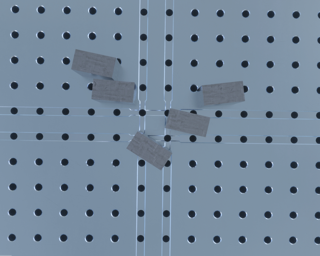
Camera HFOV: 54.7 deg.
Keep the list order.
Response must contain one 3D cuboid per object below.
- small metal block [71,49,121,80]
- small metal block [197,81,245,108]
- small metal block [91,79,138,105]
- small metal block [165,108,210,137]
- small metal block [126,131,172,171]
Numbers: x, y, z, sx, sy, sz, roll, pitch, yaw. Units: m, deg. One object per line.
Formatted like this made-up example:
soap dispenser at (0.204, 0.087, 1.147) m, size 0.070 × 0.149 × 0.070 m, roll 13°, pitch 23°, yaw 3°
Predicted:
small metal block at (-0.080, -0.078, 0.400) m, size 0.050 × 0.050 × 0.025 m, roll 12°, pitch 90°, yaw -1°
small metal block at (0.077, -0.043, 0.402) m, size 0.050 × 0.050 × 0.025 m, roll -6°, pitch 90°, yaw 0°
small metal block at (-0.057, -0.045, 0.400) m, size 0.050 × 0.050 × 0.025 m, roll 5°, pitch 90°, yaw -1°
small metal block at (0.034, -0.007, 0.401) m, size 0.050 × 0.050 × 0.025 m, roll 13°, pitch 90°, yaw -1°
small metal block at (-0.013, 0.028, 0.401) m, size 0.050 × 0.050 × 0.025 m, roll 33°, pitch 90°, yaw -1°
